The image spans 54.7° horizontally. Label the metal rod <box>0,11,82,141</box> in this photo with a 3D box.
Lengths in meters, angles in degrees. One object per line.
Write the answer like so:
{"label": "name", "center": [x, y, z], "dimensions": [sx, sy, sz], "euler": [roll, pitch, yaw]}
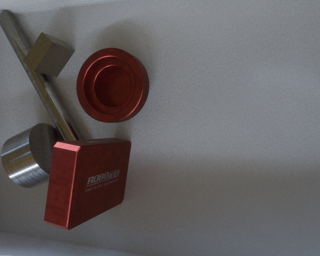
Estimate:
{"label": "metal rod", "center": [-0.170, -0.052, 0.468], "dimensions": [0.025, 0.025, 0.299], "euler": [-35, 79, 16]}

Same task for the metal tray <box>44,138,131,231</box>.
{"label": "metal tray", "center": [-0.082, 0.061, 0.382], "dimensions": [0.030, 0.130, 0.089], "euler": [9, 93, 19]}

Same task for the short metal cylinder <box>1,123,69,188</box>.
{"label": "short metal cylinder", "center": [-0.173, 0.039, 0.441], "dimensions": [0.050, 0.080, 0.080], "euler": [-24, 82, 18]}

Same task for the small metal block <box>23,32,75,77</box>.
{"label": "small metal block", "center": [-0.161, -0.106, 0.452], "dimensions": [0.025, 0.050, 0.050], "euler": [42, 103, 15]}

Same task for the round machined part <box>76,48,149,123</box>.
{"label": "round machined part", "center": [-0.060, -0.056, 0.421], "dimensions": [0.098, 0.042, 0.097], "euler": [0, 90, 19]}
